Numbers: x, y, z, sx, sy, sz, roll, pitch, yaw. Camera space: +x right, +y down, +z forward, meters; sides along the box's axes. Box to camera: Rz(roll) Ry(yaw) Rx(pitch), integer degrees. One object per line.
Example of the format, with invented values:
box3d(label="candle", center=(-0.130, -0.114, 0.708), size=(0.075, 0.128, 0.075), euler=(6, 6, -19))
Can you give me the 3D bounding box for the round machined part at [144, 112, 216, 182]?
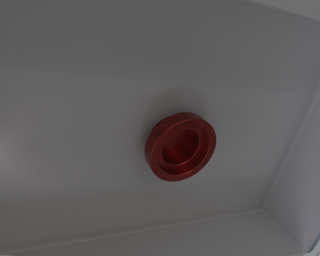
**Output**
box3d(label="round machined part", center=(0.024, 0.022, 0.423), size=(0.099, 0.042, 0.097), euler=(-14, 124, -21))
